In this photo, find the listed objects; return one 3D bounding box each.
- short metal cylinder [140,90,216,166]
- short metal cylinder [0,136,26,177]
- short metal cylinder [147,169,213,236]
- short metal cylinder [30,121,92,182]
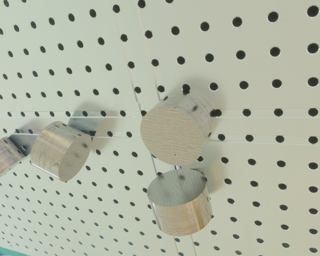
[{"bbox_3d":[0.023,-0.001,0.383,0.080,0.050,0.079,13,124,21],"label":"short metal cylinder"},{"bbox_3d":[-0.298,0.060,0.570,0.080,0.080,0.050,-33,100,38],"label":"short metal cylinder"},{"bbox_3d":[0.027,0.099,0.423,0.080,0.080,0.050,0,118,28],"label":"short metal cylinder"},{"bbox_3d":[-0.150,0.036,0.477,0.050,0.080,0.079,25,127,13],"label":"short metal cylinder"}]
